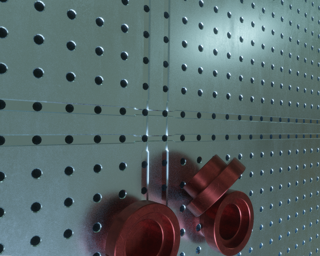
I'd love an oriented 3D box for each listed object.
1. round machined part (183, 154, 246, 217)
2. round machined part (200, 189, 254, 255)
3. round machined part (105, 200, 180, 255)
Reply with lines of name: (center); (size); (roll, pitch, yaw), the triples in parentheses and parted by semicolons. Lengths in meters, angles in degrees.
round machined part: (0.070, 0.075, 0.436); (0.042, 0.097, 0.099); (45, 55, 11)
round machined part: (0.101, 0.144, 0.486); (0.099, 0.042, 0.097); (0, 91, -40)
round machined part: (-0.025, 0.137, 0.380); (0.099, 0.042, 0.097); (0, 90, -40)
